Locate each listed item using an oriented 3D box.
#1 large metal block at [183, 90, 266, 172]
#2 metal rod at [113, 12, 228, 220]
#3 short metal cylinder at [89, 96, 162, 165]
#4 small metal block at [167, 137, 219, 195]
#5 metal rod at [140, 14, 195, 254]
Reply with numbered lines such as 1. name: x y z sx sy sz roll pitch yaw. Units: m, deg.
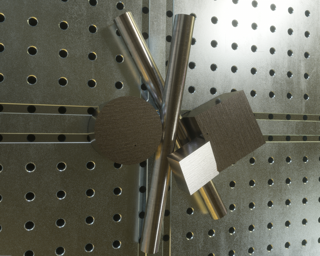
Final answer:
1. large metal block: 0.085 0.003 0.426 0.080 0.050 0.080 -29 100 -18
2. metal rod: 0.018 -0.009 0.415 0.025 0.025 0.299 -30 100 -18
3. short metal cylinder: -0.044 0.003 0.380 0.081 0.050 0.079 0 90 -21
4. small metal block: 0.042 0.047 0.391 0.050 0.025 0.050 -31 116 -25
5. metal rod: 0.008 0.011 0.391 0.025 0.025 0.298 7 96 -20
